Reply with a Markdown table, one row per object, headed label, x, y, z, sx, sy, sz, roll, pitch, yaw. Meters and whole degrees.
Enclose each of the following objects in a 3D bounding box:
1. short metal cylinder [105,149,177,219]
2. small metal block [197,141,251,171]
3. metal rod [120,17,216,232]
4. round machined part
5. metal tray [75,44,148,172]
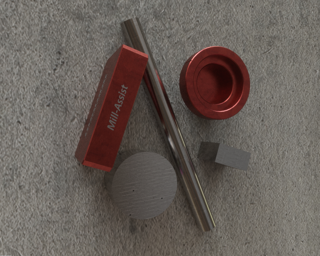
| label | x | y | z | sx | sy | sz | roll | pitch | yaw |
| --- | --- | --- | --- | --- | --- | --- | --- | --- | --- |
| short metal cylinder | -0.025 | 0.068 | 0.388 | 0.081 | 0.050 | 0.079 | 0 | 90 | -21 |
| small metal block | 0.087 | 0.038 | 0.428 | 0.050 | 0.050 | 0.025 | 18 | 84 | -20 |
| metal rod | 0.014 | 0.001 | 0.417 | 0.025 | 0.025 | 0.298 | -24 | 98 | -19 |
| round machined part | 0.071 | -0.060 | 0.429 | 0.099 | 0.042 | 0.097 | 0 | 90 | -21 |
| metal tray | -0.059 | -0.021 | 0.355 | 0.030 | 0.090 | 0.129 | 20 | 83 | -19 |
